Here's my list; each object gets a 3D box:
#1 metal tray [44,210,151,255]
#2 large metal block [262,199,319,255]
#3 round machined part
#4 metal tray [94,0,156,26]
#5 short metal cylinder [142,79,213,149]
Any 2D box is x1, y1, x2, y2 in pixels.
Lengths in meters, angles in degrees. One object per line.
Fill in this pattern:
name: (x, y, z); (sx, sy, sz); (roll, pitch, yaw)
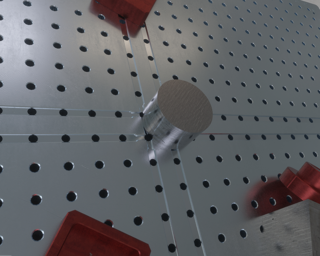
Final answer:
metal tray: (-0.071, 0.151, 0.273); (0.090, 0.030, 0.130); (29, 52, -10)
large metal block: (0.172, 0.143, 0.378); (0.050, 0.080, 0.080); (25, 53, -13)
round machined part: (0.222, 0.083, 0.433); (0.098, 0.042, 0.098); (31, 13, -8)
metal tray: (-0.046, -0.240, 0.527); (0.090, 0.030, 0.130); (28, 52, -11)
short metal cylinder: (0.023, -0.018, 0.415); (0.081, 0.050, 0.080); (14, 56, -21)
